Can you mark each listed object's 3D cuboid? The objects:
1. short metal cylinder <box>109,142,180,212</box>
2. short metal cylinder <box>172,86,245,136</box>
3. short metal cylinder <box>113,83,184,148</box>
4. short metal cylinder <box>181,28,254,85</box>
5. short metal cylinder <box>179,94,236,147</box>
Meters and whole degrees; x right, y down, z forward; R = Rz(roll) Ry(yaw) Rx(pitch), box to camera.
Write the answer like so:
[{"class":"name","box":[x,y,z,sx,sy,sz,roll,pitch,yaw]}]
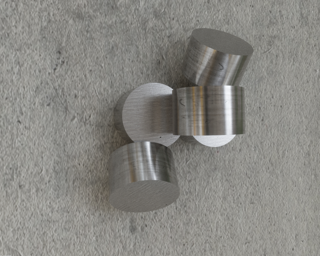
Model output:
[{"class":"short metal cylinder","box":[-0.020,0.060,0.367,0.081,0.079,0.050,8,49,-20]},{"class":"short metal cylinder","box":[0.054,-0.018,0.349,0.081,0.080,0.050,-2,91,-20]},{"class":"short metal cylinder","box":[-0.014,-0.014,0.392,0.081,0.050,0.079,0,90,-21]},{"class":"short metal cylinder","box":[0.073,-0.090,0.402,0.081,0.080,0.050,1,128,-20]},{"class":"short metal cylinder","box":[0.062,-0.016,0.420,0.081,0.050,0.079,0,90,-21]}]
